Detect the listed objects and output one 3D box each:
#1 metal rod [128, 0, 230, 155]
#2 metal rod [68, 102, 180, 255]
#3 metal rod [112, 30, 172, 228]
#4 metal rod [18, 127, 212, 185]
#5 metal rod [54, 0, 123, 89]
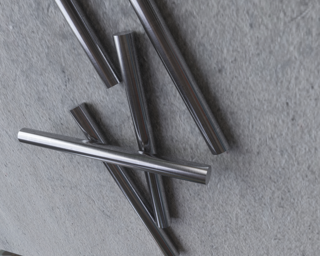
[{"bbox_3d":[0.003,-0.099,0.343,0.025,0.025,0.299,-19,109,35],"label":"metal rod"},{"bbox_3d":[-0.050,0.094,0.488,0.025,0.025,0.299,-19,109,35],"label":"metal rod"},{"bbox_3d":[-0.018,0.020,0.427,0.025,0.025,0.298,3,120,26],"label":"metal rod"},{"bbox_3d":[-0.078,0.034,0.433,0.301,0.025,0.025,10,123,22],"label":"metal rod"},{"bbox_3d":[-0.129,-0.182,0.360,0.025,0.025,0.299,-18,109,35],"label":"metal rod"}]
